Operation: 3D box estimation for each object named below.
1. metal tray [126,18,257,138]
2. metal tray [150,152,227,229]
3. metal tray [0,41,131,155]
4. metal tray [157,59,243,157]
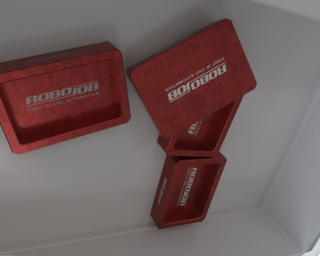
[{"bbox_3d":[0.038,-0.058,0.365,0.131,0.030,0.090,-30,108,-5],"label":"metal tray"},{"bbox_3d":[0.043,0.095,0.487,0.091,0.030,0.129,0,119,-28],"label":"metal tray"},{"bbox_3d":[-0.102,-0.033,0.329,0.131,0.030,0.089,-17,126,-19],"label":"metal tray"},{"bbox_3d":[0.059,-0.023,0.422,0.091,0.030,0.129,5,116,-31],"label":"metal tray"}]
